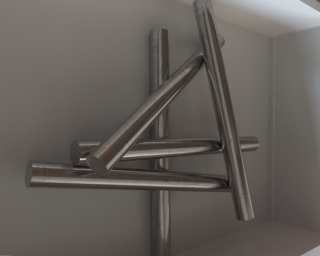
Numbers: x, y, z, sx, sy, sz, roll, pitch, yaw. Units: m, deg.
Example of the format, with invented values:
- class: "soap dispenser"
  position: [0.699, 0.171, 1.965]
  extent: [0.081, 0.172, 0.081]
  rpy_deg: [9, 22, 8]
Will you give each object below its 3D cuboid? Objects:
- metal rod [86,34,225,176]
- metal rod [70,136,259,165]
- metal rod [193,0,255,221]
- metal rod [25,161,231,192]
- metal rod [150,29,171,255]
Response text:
- class: "metal rod"
  position: [0.016, -0.051, 0.385]
  extent: [0.301, 0.025, 0.025]
  rpy_deg: [-49, 120, -41]
- class: "metal rod"
  position: [0.033, 0.025, 0.402]
  extent: [0.302, 0.025, 0.025]
  rpy_deg: [0, 90, -40]
- class: "metal rod"
  position: [0.087, -0.024, 0.419]
  extent: [0.025, 0.025, 0.298]
  rpy_deg: [-13, 92, -40]
- class: "metal rod"
  position: [-0.001, 0.064, 0.375]
  extent: [0.302, 0.025, 0.025]
  rpy_deg: [10, 84, -36]
- class: "metal rod"
  position: [0.001, 0.022, 0.409]
  extent: [0.025, 0.025, 0.298]
  rpy_deg: [-1, 91, -40]
